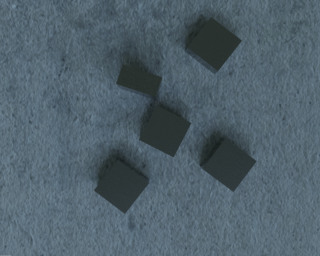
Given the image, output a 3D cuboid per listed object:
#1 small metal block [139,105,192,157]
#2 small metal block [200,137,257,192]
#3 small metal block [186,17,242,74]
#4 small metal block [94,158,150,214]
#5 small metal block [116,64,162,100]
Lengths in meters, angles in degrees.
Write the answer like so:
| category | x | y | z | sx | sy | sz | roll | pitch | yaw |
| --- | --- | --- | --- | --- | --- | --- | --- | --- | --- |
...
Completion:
| category | x | y | z | sx | sy | sz | roll | pitch | yaw |
| --- | --- | --- | --- | --- | --- | --- | --- | --- | --- |
| small metal block | 0.007 | 0.004 | 0.410 | 0.050 | 0.025 | 0.050 | 27 | 90 | -1 |
| small metal block | 0.090 | 0.048 | 0.411 | 0.050 | 0.025 | 0.050 | 37 | 90 | -1 |
| small metal block | 0.070 | -0.108 | 0.411 | 0.050 | 0.025 | 0.050 | 38 | 90 | -1 |
| small metal block | -0.050 | 0.075 | 0.409 | 0.050 | 0.025 | 0.050 | 38 | 90 | -1 |
| small metal block | -0.025 | -0.057 | 0.397 | 0.050 | 0.050 | 0.025 | 18 | 90 | -1 |
